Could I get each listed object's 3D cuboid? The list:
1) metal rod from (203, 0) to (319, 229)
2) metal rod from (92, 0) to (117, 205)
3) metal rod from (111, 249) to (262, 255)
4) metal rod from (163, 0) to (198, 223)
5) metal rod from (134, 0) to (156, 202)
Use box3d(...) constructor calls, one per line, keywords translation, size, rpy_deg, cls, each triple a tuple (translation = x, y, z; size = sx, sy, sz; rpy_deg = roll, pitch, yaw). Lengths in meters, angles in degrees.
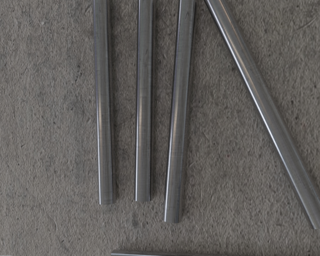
box3d(translation=(0.123, -0.029, 0.365), size=(0.025, 0.025, 0.299), rpy_deg=(-25, 82, 18), cls="metal rod")
box3d(translation=(-0.078, -0.044, 0.436), size=(0.025, 0.025, 0.298), rpy_deg=(-2, 89, 20), cls="metal rod")
box3d(translation=(0.078, 0.169, 0.381), size=(0.301, 0.025, 0.025), rpy_deg=(-5, 88, 19), cls="metal rod")
box3d(translation=(0.026, -0.029, 0.399), size=(0.025, 0.025, 0.298), rpy_deg=(5, 92, 20), cls="metal rod")
box3d(translation=(-0.020, -0.053, 0.415), size=(0.025, 0.025, 0.298), rpy_deg=(1, 90, 20), cls="metal rod")
